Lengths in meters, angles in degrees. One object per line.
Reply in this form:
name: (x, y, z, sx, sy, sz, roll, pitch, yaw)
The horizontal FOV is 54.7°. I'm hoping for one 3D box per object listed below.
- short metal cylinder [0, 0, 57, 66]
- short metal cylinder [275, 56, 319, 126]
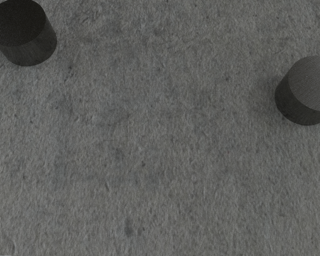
short metal cylinder: (-0.195, -0.136, 0.442, 0.081, 0.050, 0.080, 0, 70, 0)
short metal cylinder: (0.203, -0.049, 0.415, 0.081, 0.050, 0.080, 0, 70, 0)
